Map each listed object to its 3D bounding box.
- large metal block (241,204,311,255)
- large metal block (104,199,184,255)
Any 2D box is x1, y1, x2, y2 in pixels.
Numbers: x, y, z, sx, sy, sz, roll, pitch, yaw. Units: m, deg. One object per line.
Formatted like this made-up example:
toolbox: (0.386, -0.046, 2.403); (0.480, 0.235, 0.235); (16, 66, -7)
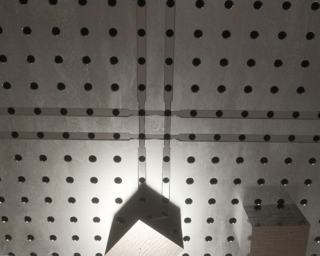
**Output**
large metal block: (0.168, 0.163, 0.463); (0.081, 0.050, 0.079); (-2, 110, 0)
large metal block: (-0.023, 0.168, 0.462); (0.080, 0.050, 0.080); (37, 106, -13)
